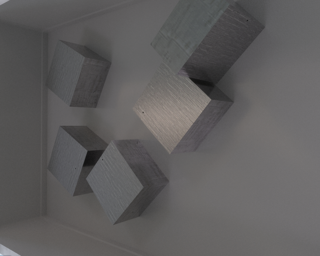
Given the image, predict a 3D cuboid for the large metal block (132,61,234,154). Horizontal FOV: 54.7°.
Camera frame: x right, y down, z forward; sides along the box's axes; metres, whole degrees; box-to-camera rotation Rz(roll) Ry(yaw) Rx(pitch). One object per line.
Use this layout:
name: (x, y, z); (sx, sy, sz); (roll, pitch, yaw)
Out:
large metal block: (0.025, -0.026, 0.370); (0.080, 0.050, 0.080); (50, 119, 28)

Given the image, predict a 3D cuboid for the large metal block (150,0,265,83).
large metal block: (0.051, -0.098, 0.329); (0.080, 0.081, 0.050); (-51, 60, 28)

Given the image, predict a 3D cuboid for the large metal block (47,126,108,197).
large metal block: (-0.129, 0.050, 0.497); (0.080, 0.050, 0.079); (34, 111, 35)

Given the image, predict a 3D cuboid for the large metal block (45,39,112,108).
large metal block: (-0.134, -0.087, 0.501); (0.080, 0.050, 0.079); (36, 112, 34)

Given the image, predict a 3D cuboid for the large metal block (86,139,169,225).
large metal block: (-0.047, 0.072, 0.430); (0.080, 0.050, 0.080); (51, 120, 27)
